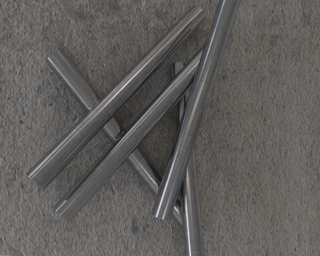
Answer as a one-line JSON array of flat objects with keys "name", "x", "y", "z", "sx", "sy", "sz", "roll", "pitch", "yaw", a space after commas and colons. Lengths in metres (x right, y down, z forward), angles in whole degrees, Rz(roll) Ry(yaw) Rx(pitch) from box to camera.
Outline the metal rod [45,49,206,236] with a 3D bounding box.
[{"name": "metal rod", "x": -0.036, "y": 0.031, "z": 0.395, "sx": 0.025, "sy": 0.025, "sz": 0.300, "roll": -41, "pitch": 103, "yaw": -15}]

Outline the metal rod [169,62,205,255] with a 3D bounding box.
[{"name": "metal rod", "x": 0.036, "y": 0.063, "z": 0.402, "sx": 0.025, "sy": 0.025, "sz": 0.298, "roll": -2, "pitch": 83, "yaw": -20}]

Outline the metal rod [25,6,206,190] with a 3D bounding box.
[{"name": "metal rod", "x": -0.038, "y": -0.051, "z": 0.373, "sx": 0.025, "sy": 0.025, "sz": 0.301, "roll": 46, "pitch": 68, "yaw": -14}]

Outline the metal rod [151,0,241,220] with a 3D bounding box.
[{"name": "metal rod", "x": 0.046, "y": -0.033, "z": 0.375, "sx": 0.025, "sy": 0.025, "sz": 0.298, "roll": 16, "pitch": 95, "yaw": -20}]

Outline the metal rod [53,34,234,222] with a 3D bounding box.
[{"name": "metal rod", "x": -0.011, "y": -0.014, "z": 0.376, "sx": 0.025, "sy": 0.025, "sz": 0.300, "roll": 45, "pitch": 77, "yaw": -15}]
